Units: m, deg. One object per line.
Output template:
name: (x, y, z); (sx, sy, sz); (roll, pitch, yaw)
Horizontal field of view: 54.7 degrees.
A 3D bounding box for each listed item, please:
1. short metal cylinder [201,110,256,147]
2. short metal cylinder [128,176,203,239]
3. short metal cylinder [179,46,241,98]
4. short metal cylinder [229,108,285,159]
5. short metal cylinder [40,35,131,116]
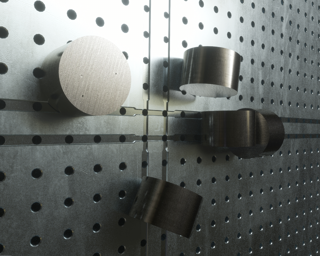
short metal cylinder: (0.101, 0.000, 0.461); (0.081, 0.080, 0.050); (-1, 91, -40)
short metal cylinder: (0.007, 0.098, 0.382); (0.080, 0.080, 0.050); (33, 69, -36)
short metal cylinder: (0.070, -0.076, 0.435); (0.081, 0.080, 0.050); (12, 83, -40)
short metal cylinder: (0.152, 0.008, 0.502); (0.050, 0.080, 0.079); (-1, 91, -44)
short metal cylinder: (-0.078, -0.052, 0.329); (0.081, 0.050, 0.079); (0, 90, -40)
